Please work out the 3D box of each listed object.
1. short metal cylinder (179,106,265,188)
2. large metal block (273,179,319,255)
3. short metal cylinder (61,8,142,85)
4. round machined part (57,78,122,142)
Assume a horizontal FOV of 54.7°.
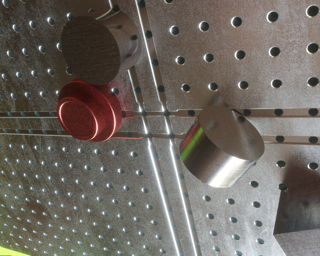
[{"bbox_3d":[0.069,0.020,0.352,0.080,0.080,0.050,34,129,6],"label":"short metal cylinder"},{"bbox_3d":[0.178,0.119,0.355,0.050,0.080,0.080,-25,105,37],"label":"large metal block"},{"bbox_3d":[-0.069,-0.098,0.371,0.080,0.050,0.079,13,124,21],"label":"short metal cylinder"},{"bbox_3d":[-0.107,-0.021,0.444,0.098,0.042,0.097,13,124,21],"label":"round machined part"}]
